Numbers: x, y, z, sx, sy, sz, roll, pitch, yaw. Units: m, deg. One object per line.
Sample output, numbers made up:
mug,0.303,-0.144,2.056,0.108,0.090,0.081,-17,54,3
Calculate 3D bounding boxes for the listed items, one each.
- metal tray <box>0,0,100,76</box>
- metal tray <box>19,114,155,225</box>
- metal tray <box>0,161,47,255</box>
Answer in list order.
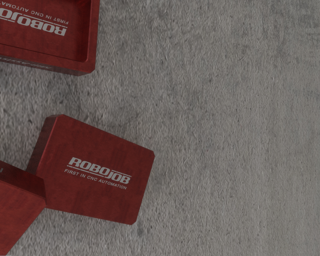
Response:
metal tray,-0.125,-0.106,0.296,0.131,0.030,0.089,5,87,-40
metal tray,-0.073,0.049,0.340,0.131,0.030,0.090,26,74,-37
metal tray,-0.168,0.057,0.234,0.130,0.030,0.090,35,97,-34
